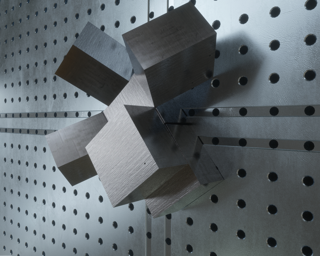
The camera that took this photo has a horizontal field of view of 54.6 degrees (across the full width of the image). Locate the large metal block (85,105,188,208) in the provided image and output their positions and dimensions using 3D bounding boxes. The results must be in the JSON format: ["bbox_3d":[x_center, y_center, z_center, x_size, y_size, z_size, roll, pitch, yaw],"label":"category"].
[{"bbox_3d":[-0.029,0.031,0.351,0.080,0.050,0.080,-44,64,30],"label":"large metal block"}]

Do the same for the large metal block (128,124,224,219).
[{"bbox_3d":[0.016,0.052,0.380,0.080,0.050,0.080,-43,63,30],"label":"large metal block"}]

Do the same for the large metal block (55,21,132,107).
[{"bbox_3d":[-0.084,-0.088,0.424,0.050,0.080,0.080,-45,24,31],"label":"large metal block"}]

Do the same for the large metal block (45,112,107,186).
[{"bbox_3d":[-0.105,0.032,0.442,0.050,0.080,0.080,60,165,24],"label":"large metal block"}]

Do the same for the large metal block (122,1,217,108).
[{"bbox_3d":[0.013,-0.078,0.343,0.080,0.080,0.050,-28,66,-6],"label":"large metal block"}]

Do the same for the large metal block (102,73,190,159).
[{"bbox_3d":[-0.021,-0.014,0.411,0.080,0.050,0.080,-46,63,30],"label":"large metal block"}]
